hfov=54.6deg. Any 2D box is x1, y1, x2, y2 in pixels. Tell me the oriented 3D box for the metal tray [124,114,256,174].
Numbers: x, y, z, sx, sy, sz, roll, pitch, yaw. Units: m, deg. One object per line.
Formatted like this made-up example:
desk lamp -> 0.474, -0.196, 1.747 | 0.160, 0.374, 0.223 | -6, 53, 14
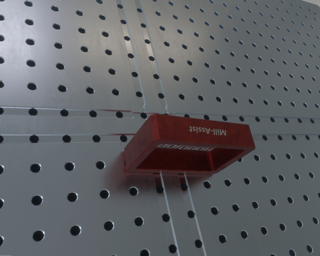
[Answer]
metal tray -> 0.034, 0.024, 0.369 | 0.131, 0.090, 0.030 | 6, 59, -25
